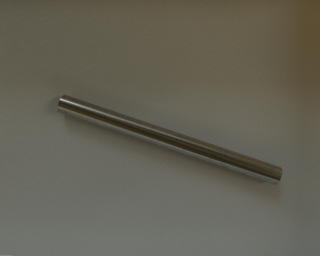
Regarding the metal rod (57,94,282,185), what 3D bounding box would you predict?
[{"bbox_3d":[0.013,0.016,0.410,0.301,0.025,0.025,19,90,0],"label":"metal rod"}]
